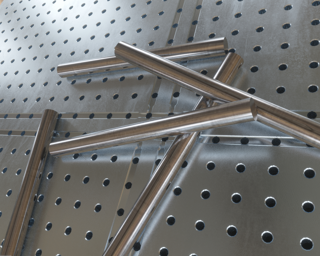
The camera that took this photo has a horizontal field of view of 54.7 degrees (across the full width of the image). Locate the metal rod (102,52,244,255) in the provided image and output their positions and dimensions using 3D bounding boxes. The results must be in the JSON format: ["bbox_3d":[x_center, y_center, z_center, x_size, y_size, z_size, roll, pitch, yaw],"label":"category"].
[{"bbox_3d":[0.021,0.031,0.376,0.025,0.025,0.300,23,74,36],"label":"metal rod"}]

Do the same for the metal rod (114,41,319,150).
[{"bbox_3d":[0.062,-0.046,0.371,0.300,0.025,0.025,29,77,27],"label":"metal rod"}]

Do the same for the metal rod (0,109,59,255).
[{"bbox_3d":[-0.192,0.105,0.441,0.025,0.025,0.299,-9,58,23],"label":"metal rod"}]

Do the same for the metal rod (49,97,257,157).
[{"bbox_3d":[-0.031,0.006,0.395,0.300,0.025,0.025,-11,57,30],"label":"metal rod"}]

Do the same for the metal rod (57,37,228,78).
[{"bbox_3d":[-0.043,-0.108,0.495,0.301,0.025,0.025,-2,61,26],"label":"metal rod"}]
